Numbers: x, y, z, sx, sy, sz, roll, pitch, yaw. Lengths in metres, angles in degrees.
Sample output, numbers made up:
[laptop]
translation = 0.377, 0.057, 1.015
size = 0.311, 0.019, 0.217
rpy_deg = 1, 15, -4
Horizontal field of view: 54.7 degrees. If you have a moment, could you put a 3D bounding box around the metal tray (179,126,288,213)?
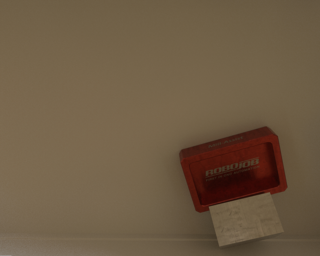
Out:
[metal tray]
translation = 0.101, 0.059, 0.431
size = 0.131, 0.030, 0.089
rpy_deg = -16, 110, 5

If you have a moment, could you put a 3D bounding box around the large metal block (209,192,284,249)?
[large metal block]
translation = 0.115, 0.130, 0.426
size = 0.080, 0.050, 0.080
rpy_deg = -15, 154, 5
